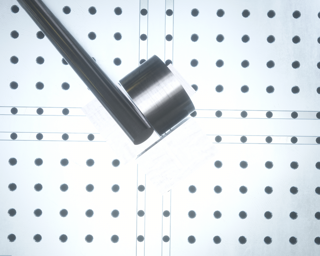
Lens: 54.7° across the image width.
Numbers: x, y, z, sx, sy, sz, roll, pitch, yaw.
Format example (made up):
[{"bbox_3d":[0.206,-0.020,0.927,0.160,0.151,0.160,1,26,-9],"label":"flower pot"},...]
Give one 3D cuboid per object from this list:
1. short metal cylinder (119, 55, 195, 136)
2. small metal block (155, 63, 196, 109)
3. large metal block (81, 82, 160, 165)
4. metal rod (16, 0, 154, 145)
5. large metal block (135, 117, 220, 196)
[{"bbox_3d":[-0.003,-0.037,0.360,0.050,0.080,0.080,-37,90,0],"label":"short metal cylinder"},{"bbox_3d":[0.012,-0.049,0.414,0.050,0.025,0.050,-42,91,0],"label":"small metal block"},{"bbox_3d":[-0.044,-0.005,0.386,0.050,0.080,0.080,-38,90,0],"label":"large metal block"},{"bbox_3d":[-0.109,-0.097,0.360,0.025,0.025,0.300,-41,69,0],"label":"metal rod"},{"bbox_3d":[0.019,0.031,0.384,0.080,0.080,0.050,-37,90,0],"label":"large metal block"}]
